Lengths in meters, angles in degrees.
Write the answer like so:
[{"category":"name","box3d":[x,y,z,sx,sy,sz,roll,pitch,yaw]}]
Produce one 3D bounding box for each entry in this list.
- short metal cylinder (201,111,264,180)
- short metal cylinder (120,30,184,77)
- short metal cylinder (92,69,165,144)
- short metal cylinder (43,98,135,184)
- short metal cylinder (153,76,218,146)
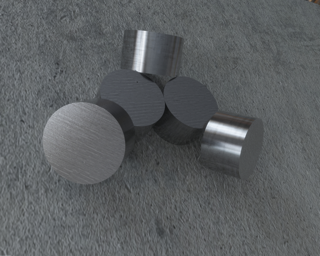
[{"category":"short metal cylinder","box3d":[0.095,0.021,0.400,0.050,0.080,0.080,15,41,33]},{"category":"short metal cylinder","box3d":[-0.011,-0.100,0.417,0.081,0.080,0.050,2,104,-28]},{"category":"short metal cylinder","box3d":[-0.041,-0.025,0.382,0.081,0.050,0.080,14,56,-21]},{"category":"short metal cylinder","box3d":[-0.070,0.011,0.317,0.080,0.080,0.050,40,11,-2]},{"category":"short metal cylinder","box3d":[0.031,-0.023,0.419,0.081,0.050,0.080,14,56,-21]}]
